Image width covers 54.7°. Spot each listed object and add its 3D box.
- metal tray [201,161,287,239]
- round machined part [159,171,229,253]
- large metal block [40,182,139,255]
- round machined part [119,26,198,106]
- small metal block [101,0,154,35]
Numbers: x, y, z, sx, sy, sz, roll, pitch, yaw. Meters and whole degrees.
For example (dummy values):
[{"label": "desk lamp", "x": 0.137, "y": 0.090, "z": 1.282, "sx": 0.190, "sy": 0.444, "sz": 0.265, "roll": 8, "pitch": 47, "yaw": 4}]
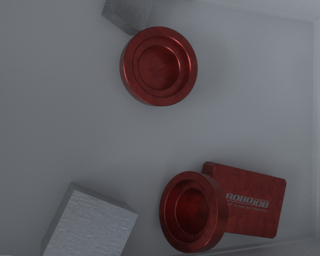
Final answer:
[{"label": "metal tray", "x": 0.117, "y": 0.106, "z": 0.451, "sx": 0.131, "sy": 0.030, "sz": 0.090, "roll": 15, "pitch": 85, "yaw": -22}, {"label": "round machined part", "x": 0.047, "y": 0.106, "z": 0.394, "sx": 0.042, "sy": 0.098, "sz": 0.098, "roll": 17, "pitch": 84, "yaw": -40}, {"label": "large metal block", "x": -0.084, "y": 0.120, "z": 0.367, "sx": 0.080, "sy": 0.050, "sz": 0.080, "roll": 27, "pitch": 81, "yaw": -19}, {"label": "round machined part", "x": -0.004, "y": -0.076, "z": 0.399, "sx": 0.099, "sy": 0.042, "sz": 0.097, "roll": -1, "pitch": 93, "yaw": -22}, {"label": "small metal block", "x": -0.039, "y": -0.151, "z": 0.385, "sx": 0.050, "sy": 0.025, "sz": 0.050, "roll": 24, "pitch": 81, "yaw": -48}]
